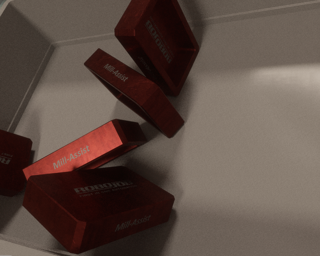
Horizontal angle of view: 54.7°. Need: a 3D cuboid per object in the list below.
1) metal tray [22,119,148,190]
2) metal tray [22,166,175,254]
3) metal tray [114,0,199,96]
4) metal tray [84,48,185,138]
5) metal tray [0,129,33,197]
[{"bbox_3d":[-0.088,0.034,0.386,0.130,0.090,0.030,-28,82,10],"label":"metal tray"},{"bbox_3d":[-0.058,0.075,0.322,0.090,0.131,0.030,24,104,36],"label":"metal tray"},{"bbox_3d":[0.003,-0.113,0.405,0.030,0.130,0.090,12,68,33],"label":"metal tray"},{"bbox_3d":[-0.035,-0.046,0.409,0.030,0.090,0.130,-49,52,-6],"label":"metal tray"},{"bbox_3d":[-0.260,0.041,0.446,0.030,0.131,0.090,-32,48,36],"label":"metal tray"}]
